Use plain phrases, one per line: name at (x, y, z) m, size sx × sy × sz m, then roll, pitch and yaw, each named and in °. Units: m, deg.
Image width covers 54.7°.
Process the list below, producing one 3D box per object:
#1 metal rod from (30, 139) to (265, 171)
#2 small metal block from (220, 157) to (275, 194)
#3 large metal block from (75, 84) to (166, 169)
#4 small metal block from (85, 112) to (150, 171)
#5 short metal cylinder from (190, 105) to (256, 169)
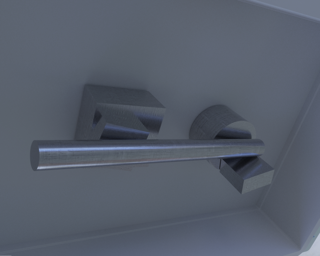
metal rod at (0.018, 0.025, 0.342) m, size 0.302 × 0.025 × 0.025 m, roll 1°, pitch 118°, yaw -38°
small metal block at (0.119, 0.059, 0.428) m, size 0.050 × 0.050 × 0.025 m, roll -14°, pitch 124°, yaw -21°
large metal block at (-0.049, -0.001, 0.363) m, size 0.081 × 0.050 × 0.079 m, roll 3°, pitch 117°, yaw -30°
small metal block at (-0.047, 0.015, 0.327) m, size 0.050 × 0.025 × 0.050 m, roll 14°, pitch 111°, yaw -34°
short metal cylinder at (0.091, 0.013, 0.450) m, size 0.081 × 0.050 × 0.079 m, roll -14°, pitch 125°, yaw -21°
